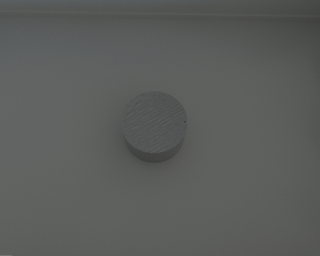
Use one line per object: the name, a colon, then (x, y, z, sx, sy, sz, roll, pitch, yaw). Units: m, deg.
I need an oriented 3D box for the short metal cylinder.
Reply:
short metal cylinder: (-0.007, 0.000, 0.396, 0.081, 0.050, 0.080, 0, 70, 0)
